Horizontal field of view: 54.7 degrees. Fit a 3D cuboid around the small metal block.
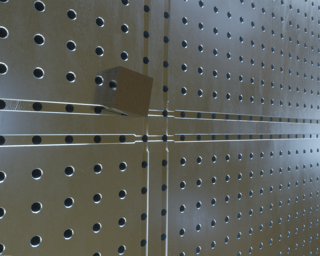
[{"bbox_3d":[-0.039,-0.043,0.378,0.050,0.025,0.050,14,81,-40],"label":"small metal block"}]
